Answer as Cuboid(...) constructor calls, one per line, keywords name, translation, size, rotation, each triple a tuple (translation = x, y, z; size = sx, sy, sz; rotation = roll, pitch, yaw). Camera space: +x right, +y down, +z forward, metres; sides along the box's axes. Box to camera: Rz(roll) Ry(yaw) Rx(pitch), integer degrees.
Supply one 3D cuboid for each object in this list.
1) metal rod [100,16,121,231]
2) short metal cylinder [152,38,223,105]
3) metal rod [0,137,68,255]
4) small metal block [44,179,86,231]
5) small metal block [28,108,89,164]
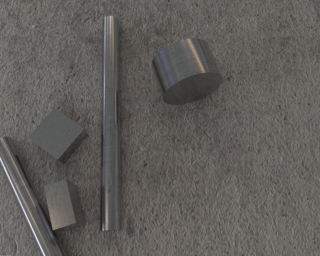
Cuboid(name="metal rod", translation=(-0.066, -0.020, 0.414), size=(0.025, 0.025, 0.299), rotation=(-3, 70, -1))
Cuboid(name="short metal cylinder", translation=(0.035, -0.071, 0.405), size=(0.081, 0.080, 0.050), rotation=(-16, 71, -6))
Cuboid(name="metal rod", translation=(-0.126, 0.138, 0.356), size=(0.025, 0.025, 0.299), rotation=(-30, 73, -10))
Cuboid(name="small metal block", translation=(-0.109, 0.091, 0.361), size=(0.025, 0.050, 0.050), rotation=(-17, 71, -6))
Cuboid(name="small metal block", translation=(-0.131, 0.011, 0.403), size=(0.050, 0.025, 0.050), rotation=(34, 73, 11))
